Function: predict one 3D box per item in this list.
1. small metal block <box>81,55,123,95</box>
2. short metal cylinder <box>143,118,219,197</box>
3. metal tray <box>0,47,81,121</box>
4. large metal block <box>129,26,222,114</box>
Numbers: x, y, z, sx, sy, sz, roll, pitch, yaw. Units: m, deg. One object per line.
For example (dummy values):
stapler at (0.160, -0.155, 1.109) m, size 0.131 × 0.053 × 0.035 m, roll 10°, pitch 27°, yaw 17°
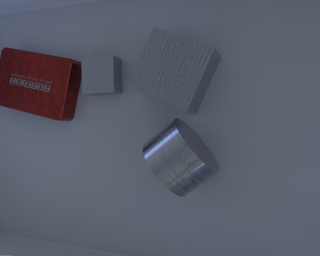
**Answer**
small metal block at (-0.082, -0.073, 0.438) m, size 0.050 × 0.025 × 0.050 m, roll -2°, pitch 89°, yaw 19°
short metal cylinder at (0.025, 0.035, 0.372) m, size 0.050 × 0.080 × 0.080 m, roll -40°, pitch 78°, yaw 15°
metal tray at (-0.187, -0.067, 0.472) m, size 0.130 × 0.030 × 0.089 m, roll 13°, pitch 94°, yaw 19°
large metal block at (0.020, -0.070, 0.389) m, size 0.080 × 0.050 × 0.080 m, roll 25°, pitch 98°, yaw 18°
